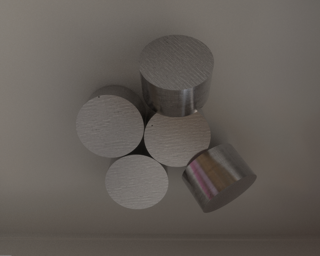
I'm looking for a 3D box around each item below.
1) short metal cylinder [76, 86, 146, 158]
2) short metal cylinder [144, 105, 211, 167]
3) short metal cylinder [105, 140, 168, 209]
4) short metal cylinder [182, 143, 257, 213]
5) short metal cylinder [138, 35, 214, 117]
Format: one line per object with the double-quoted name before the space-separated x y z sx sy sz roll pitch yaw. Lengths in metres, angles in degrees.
"short metal cylinder" -0.059 -0.009 0.391 0.081 0.050 0.079 0 110 -1
"short metal cylinder" 0.021 0.003 0.397 0.081 0.050 0.079 0 110 -1
"short metal cylinder" -0.030 0.061 0.418 0.081 0.050 0.079 0 110 -1
"short metal cylinder" 0.076 0.065 0.399 0.081 0.050 0.080 -25 149 -16
"short metal cylinder" 0.018 -0.059 0.351 0.081 0.080 0.050 -3 149 0
